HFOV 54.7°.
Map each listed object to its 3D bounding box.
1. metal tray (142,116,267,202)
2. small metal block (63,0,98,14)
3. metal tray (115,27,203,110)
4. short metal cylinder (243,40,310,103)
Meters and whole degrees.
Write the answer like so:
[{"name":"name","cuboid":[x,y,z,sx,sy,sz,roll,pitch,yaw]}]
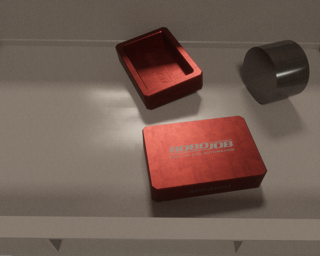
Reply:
[{"name":"metal tray","cuboid":[0.049,0.034,0.374,0.131,0.030,0.090,-7,50,-6]},{"name":"small metal block","cuboid":[-0.158,-0.255,0.620,0.050,0.025,0.050,11,51,8]},{"name":"metal tray","cuboid":[-0.004,-0.095,0.473,0.091,0.030,0.130,-23,54,-9]},{"name":"short metal cylinder","cuboid":[0.162,-0.080,0.438,0.050,0.080,0.080,-16,52,-13]}]
